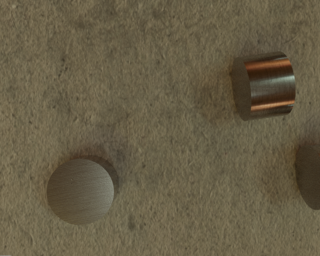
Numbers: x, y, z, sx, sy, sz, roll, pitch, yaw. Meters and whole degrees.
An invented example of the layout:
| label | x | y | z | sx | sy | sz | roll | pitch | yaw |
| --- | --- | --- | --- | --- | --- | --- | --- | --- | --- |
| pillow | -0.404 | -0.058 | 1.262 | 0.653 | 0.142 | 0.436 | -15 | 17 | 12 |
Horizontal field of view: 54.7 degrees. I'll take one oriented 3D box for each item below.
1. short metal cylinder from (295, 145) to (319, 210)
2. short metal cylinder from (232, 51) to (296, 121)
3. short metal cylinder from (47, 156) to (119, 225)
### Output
| label | x | y | z | sx | sy | sz | roll | pitch | yaw |
| --- | --- | --- | --- | --- | --- | --- | --- | --- | --- |
| short metal cylinder | 0.212 | 0.059 | 0.385 | 0.050 | 0.080 | 0.079 | -5 | 90 | 0 |
| short metal cylinder | 0.125 | -0.051 | 0.384 | 0.050 | 0.080 | 0.080 | -9 | 90 | 0 |
| short metal cylinder | -0.096 | 0.077 | 0.396 | 0.081 | 0.050 | 0.079 | 0 | 90 | -1 |
